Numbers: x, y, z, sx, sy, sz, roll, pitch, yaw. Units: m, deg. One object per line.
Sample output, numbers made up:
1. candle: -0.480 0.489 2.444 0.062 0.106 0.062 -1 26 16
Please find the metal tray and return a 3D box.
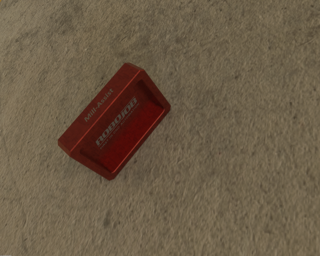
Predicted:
1. metal tray: -0.052 -0.005 0.391 0.030 0.090 0.130 33 80 38
